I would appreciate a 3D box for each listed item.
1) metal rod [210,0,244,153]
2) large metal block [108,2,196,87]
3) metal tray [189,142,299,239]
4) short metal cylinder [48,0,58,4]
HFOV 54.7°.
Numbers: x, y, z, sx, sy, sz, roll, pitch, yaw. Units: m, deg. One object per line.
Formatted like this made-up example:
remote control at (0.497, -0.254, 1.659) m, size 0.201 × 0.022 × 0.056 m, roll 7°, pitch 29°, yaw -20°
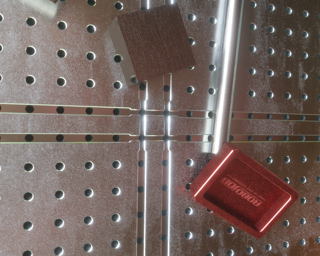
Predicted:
metal rod at (0.102, -0.111, 0.451) m, size 0.025 × 0.025 × 0.298 m, roll 8°, pitch 87°, yaw -20°
large metal block at (-0.011, -0.104, 0.396) m, size 0.081 × 0.050 × 0.080 m, roll -20°, pitch 97°, yaw -19°
metal tray at (0.119, 0.090, 0.439) m, size 0.130 × 0.030 × 0.090 m, roll 34°, pitch 100°, yaw -17°
short metal cylinder at (-0.123, -0.186, 0.338) m, size 0.050 × 0.080 × 0.080 m, roll 25°, pitch 82°, yaw -19°
